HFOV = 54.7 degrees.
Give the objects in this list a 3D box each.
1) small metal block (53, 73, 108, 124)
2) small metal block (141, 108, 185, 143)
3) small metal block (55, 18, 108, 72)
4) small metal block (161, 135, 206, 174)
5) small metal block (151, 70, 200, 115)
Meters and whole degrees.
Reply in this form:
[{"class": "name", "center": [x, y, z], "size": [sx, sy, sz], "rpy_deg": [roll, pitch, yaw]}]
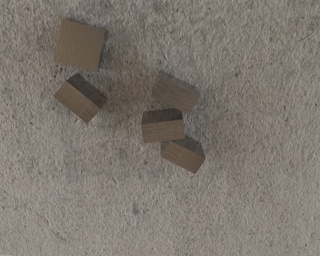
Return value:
[{"class": "small metal block", "center": [-0.096, -0.038, 0.381], "size": [0.050, 0.050, 0.025], "rpy_deg": [41, 105, -14]}, {"class": "small metal block", "center": [0.004, -0.005, 0.395], "size": [0.050, 0.050, 0.025], "rpy_deg": [-7, 110, 2]}, {"class": "small metal block", "center": [-0.094, -0.099, 0.372], "size": [0.050, 0.025, 0.050], "rpy_deg": [14, 110, -6]}, {"class": "small metal block", "center": [0.029, 0.028, 0.407], "size": [0.050, 0.050, 0.025], "rpy_deg": [28, 108, -10]}, {"class": "small metal block", "center": [0.018, -0.045, 0.380], "size": [0.050, 0.050, 0.025], "rpy_deg": [25, 108, -9]}]
